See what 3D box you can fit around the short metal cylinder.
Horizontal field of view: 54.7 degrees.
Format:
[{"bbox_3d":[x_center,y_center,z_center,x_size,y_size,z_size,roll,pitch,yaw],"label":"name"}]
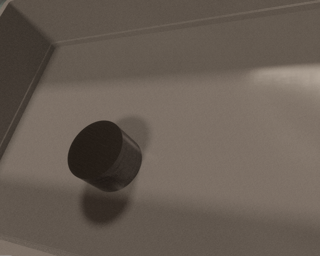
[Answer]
[{"bbox_3d":[-0.071,0.037,0.403,0.080,0.050,0.080,-13,56,20],"label":"short metal cylinder"}]
